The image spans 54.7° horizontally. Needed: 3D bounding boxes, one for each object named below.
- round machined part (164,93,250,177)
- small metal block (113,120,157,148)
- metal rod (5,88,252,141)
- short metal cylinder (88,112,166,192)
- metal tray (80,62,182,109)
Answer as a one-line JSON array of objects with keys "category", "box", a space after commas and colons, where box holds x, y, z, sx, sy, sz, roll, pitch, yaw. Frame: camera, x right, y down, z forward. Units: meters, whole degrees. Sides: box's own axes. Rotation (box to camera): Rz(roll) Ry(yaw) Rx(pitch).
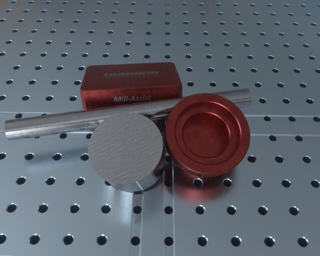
[{"category": "round machined part", "box": [0.054, 0.011, 0.373, 0.099, 0.042, 0.098, 1, 72, -4]}, {"category": "small metal block", "box": [-0.035, 0.009, 0.410, 0.050, 0.025, 0.050, 14, 51, 11]}, {"category": "metal rod", "box": [-0.032, -0.019, 0.389, 0.302, 0.025, 0.025, -8, 51, -8]}, {"category": "short metal cylinder", "box": [-0.035, 0.029, 0.352, 0.080, 0.050, 0.080, -2, 68, 5]}, {"category": "metal tray", "box": [-0.040, -0.061, 0.437, 0.131, 0.030, 0.090, -3, 32, -4]}]
